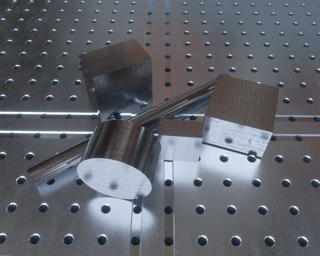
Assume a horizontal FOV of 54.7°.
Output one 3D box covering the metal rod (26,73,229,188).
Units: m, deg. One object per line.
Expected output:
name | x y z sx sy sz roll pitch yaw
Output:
metal rod | -0.024 -0.007 0.413 0.302 0.025 0.025 -28 56 -22

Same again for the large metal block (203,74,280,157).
large metal block | 0.104 -0.018 0.404 0.080 0.050 0.080 15 52 12

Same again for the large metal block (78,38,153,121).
large metal block | -0.058 -0.066 0.428 0.081 0.080 0.050 -23 54 -18

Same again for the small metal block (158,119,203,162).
small metal block | 0.024 0.016 0.378 0.050 0.050 0.025 4 50 3

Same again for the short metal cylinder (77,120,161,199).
short metal cylinder | -0.043 0.036 0.340 0.080 0.080 0.050 9 51 7
